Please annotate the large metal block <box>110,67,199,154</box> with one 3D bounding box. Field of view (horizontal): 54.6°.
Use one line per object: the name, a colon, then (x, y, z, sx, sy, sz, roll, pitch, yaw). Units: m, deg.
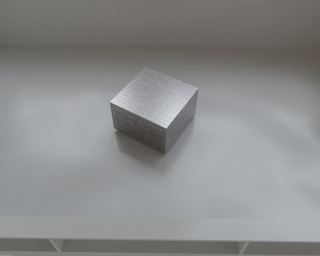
large metal block: (-0.006, -0.025, 0.406, 0.080, 0.050, 0.080, 25, 54, 19)
